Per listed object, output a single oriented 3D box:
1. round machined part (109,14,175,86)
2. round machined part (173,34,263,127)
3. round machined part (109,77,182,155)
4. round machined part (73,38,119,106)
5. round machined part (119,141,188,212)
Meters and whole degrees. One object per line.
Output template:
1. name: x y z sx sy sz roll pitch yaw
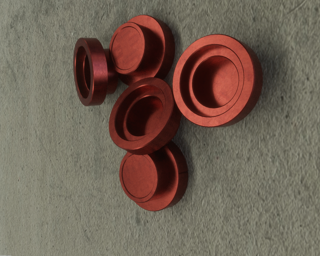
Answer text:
1. round machined part: -0.031 -0.104 0.418 0.098 0.042 0.097 0 90 39
2. round machined part: 0.065 -0.049 0.340 0.098 0.042 0.097 0 90 39
3. round machined part: -0.014 -0.012 0.391 0.098 0.042 0.098 -17 58 29
4. round machined part: -0.093 -0.082 0.456 0.098 0.042 0.097 22 116 57
5. round machined part: -0.015 0.060 0.405 0.098 0.042 0.097 0 90 39
